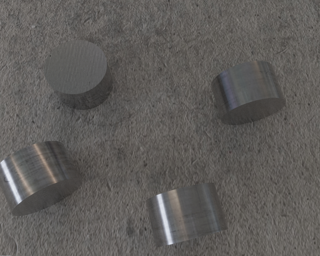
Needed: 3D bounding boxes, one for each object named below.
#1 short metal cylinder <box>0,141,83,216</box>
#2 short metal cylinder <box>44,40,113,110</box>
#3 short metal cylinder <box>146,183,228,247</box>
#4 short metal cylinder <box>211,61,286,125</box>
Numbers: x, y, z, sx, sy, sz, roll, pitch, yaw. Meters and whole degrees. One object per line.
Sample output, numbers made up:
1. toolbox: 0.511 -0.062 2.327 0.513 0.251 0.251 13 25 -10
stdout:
1. short metal cylinder: -0.138 0.058 0.357 0.080 0.080 0.050 -29 73 -10
2. short metal cylinder: -0.108 -0.071 0.420 0.081 0.050 0.080 0 70 0
3. short metal cylinder: 0.029 0.096 0.344 0.081 0.080 0.050 -13 71 -5
4. short metal cylinder: 0.111 -0.042 0.395 0.081 0.080 0.050 -11 71 -4
